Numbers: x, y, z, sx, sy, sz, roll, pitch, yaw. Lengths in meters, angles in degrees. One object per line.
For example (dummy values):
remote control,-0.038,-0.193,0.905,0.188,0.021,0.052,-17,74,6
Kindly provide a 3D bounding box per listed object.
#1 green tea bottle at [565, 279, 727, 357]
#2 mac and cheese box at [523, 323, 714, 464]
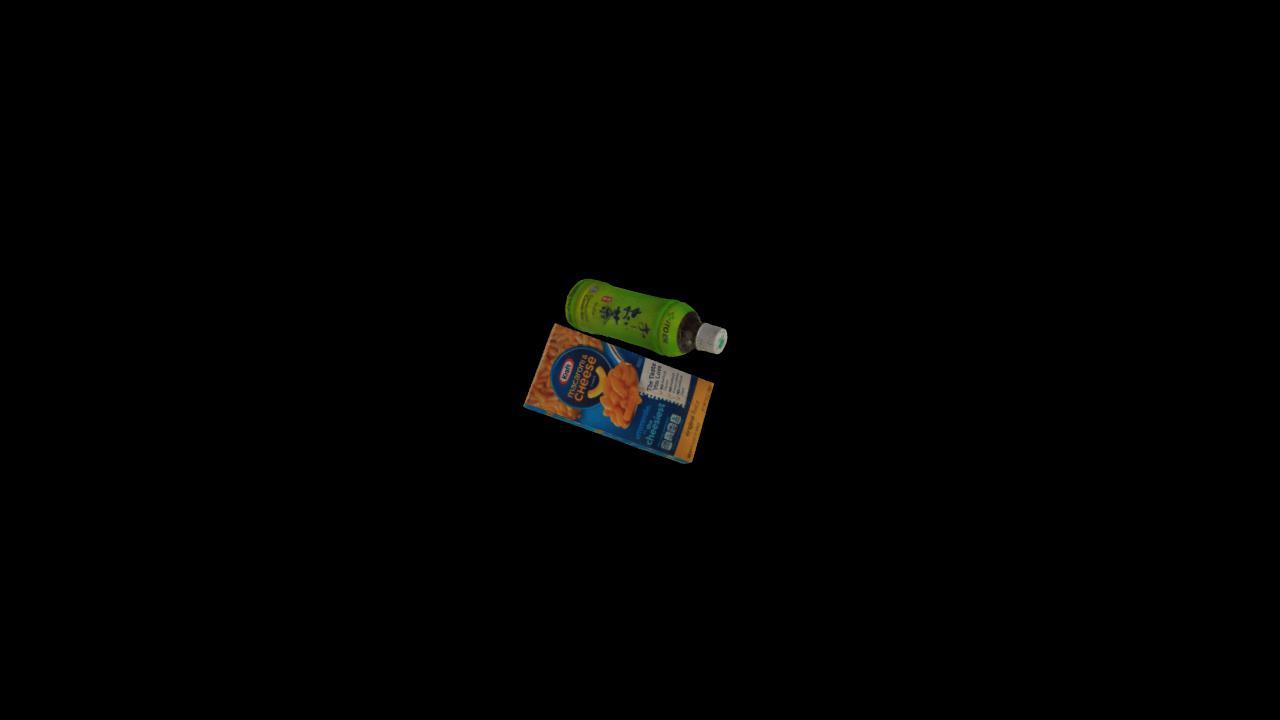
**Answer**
green tea bottle,0.007,-0.048,0.746,0.212,0.073,0.073,15,9,33
mac and cheese box,-0.021,0.037,0.654,0.184,0.093,0.041,20,-14,-8
